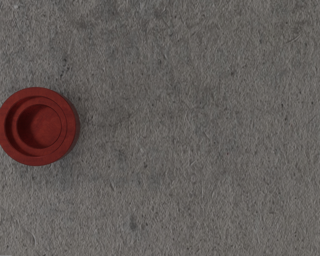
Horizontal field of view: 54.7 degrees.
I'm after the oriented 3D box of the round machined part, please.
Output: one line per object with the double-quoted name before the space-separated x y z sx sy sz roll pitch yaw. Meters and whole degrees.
"round machined part" -0.152 -0.002 0.400 0.099 0.042 0.097 0 90 0
